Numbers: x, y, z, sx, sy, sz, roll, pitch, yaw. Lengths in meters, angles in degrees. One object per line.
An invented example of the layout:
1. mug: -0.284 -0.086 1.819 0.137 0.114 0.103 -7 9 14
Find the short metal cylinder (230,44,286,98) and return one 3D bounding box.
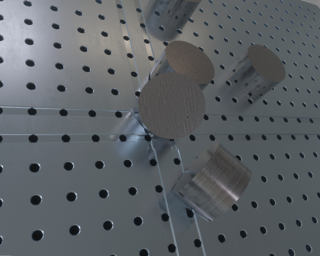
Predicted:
1. short metal cylinder: 0.171 -0.099 0.544 0.081 0.050 0.080 14 56 -21

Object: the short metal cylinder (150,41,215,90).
1. short metal cylinder: 0.033 -0.081 0.456 0.081 0.050 0.080 16 52 -21

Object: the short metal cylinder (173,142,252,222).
1. short metal cylinder: 0.061 0.062 0.367 0.050 0.080 0.080 42 51 0

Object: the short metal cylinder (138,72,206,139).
1. short metal cylinder: 0.013 -0.025 0.391 0.081 0.050 0.080 0 87 -5

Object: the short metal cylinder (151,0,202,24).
1. short metal cylinder: 0.030 -0.234 0.551 0.081 0.050 0.080 14 56 -21
